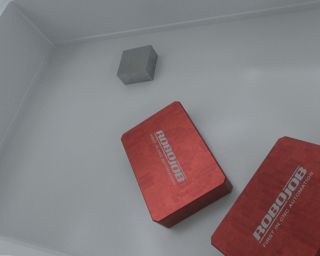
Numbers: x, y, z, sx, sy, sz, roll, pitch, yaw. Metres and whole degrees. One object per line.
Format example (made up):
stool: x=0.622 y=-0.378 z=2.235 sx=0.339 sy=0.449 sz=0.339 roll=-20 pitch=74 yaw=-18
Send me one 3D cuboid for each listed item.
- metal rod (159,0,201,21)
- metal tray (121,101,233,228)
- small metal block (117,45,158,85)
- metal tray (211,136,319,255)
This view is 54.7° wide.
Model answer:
metal rod: x=0.136 y=-0.260 z=0.495 sx=0.301 sy=0.025 sz=0.025 roll=-27 pitch=53 yaw=10
metal tray: x=0.014 y=0.039 z=0.370 sx=0.090 sy=0.030 sz=0.130 roll=-32 pitch=52 yaw=6
small metal block: x=-0.035 y=-0.098 z=0.482 sx=0.050 sy=0.025 sz=0.050 roll=-5 pitch=59 yaw=25
metal tray: x=0.116 y=0.075 z=0.275 sx=0.130 sy=0.030 sz=0.090 roll=-52 pitch=31 yaw=-10
